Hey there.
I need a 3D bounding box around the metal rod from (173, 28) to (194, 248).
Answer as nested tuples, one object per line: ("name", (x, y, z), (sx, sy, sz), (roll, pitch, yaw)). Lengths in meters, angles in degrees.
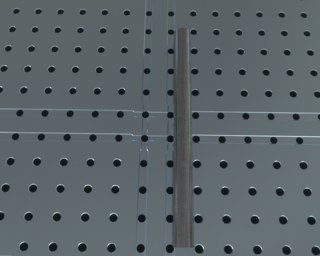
("metal rod", (0.030, -0.002, 0.412), (0.025, 0.025, 0.299), (1, 70, 0))
